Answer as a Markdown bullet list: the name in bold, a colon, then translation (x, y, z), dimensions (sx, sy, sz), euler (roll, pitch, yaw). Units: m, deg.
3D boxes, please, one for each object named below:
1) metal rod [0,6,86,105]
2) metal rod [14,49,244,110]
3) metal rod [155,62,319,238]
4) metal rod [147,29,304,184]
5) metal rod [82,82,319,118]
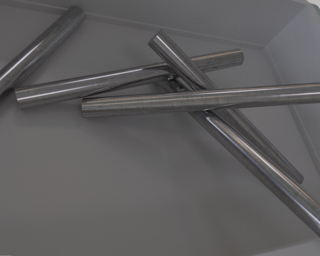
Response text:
- **metal rod**: translation (-0.169, -0.056, 0.348), dimensions (0.025, 0.025, 0.301), euler (32, 51, -8)
- **metal rod**: translation (-0.021, -0.068, 0.397), dimensions (0.302, 0.025, 0.025), euler (-15, 69, -22)
- **metal rod**: translation (0.075, 0.004, 0.369), dimensions (0.025, 0.025, 0.300), euler (-14, 46, -34)
- **metal rod**: translation (0.100, -0.015, 0.421), dimensions (0.300, 0.025, 0.025), euler (42, 50, -18)
- **metal rod**: translation (0.060, -0.034, 0.369), dimensions (0.302, 0.025, 0.025), euler (-4, 60, 2)
